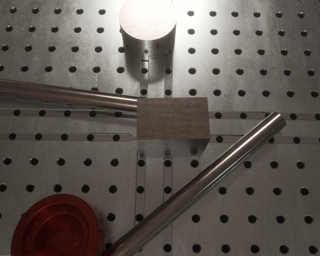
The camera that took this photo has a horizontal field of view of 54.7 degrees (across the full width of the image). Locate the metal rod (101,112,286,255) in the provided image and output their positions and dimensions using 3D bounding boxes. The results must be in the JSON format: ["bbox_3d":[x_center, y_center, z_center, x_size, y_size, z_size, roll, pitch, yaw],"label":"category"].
[{"bbox_3d":[0.043,0.077,0.384,0.301,0.025,0.025,-37,75,-13],"label":"metal rod"}]

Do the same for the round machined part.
[{"bbox_3d":[-0.109,0.127,0.348,0.098,0.042,0.098,-4,63,8],"label":"round machined part"}]

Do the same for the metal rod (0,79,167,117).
[{"bbox_3d":[-0.136,-0.045,0.426,0.302,0.025,0.025,8,70,2],"label":"metal rod"}]

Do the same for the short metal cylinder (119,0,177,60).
[{"bbox_3d":[-0.017,-0.147,0.452,0.081,0.050,0.080,0,70,0],"label":"short metal cylinder"}]

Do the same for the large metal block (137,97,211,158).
[{"bbox_3d":[0.014,0.002,0.382,0.081,0.080,0.050,-1,70,-1],"label":"large metal block"}]
